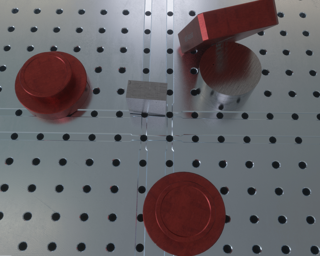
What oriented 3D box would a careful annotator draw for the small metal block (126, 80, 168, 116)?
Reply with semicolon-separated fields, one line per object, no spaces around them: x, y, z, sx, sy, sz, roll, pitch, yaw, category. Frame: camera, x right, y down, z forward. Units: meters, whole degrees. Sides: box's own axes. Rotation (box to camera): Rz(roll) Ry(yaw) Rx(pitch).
-0.016;-0.039;0.413;0.050;0.050;0.025;5;70;1;small metal block

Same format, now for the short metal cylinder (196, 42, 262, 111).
0.092;-0.070;0.425;0.081;0.050;0.080;0;70;0;short metal cylinder

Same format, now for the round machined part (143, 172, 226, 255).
0.029;0.100;0.366;0.099;0.042;0.098;0;70;0;round machined part

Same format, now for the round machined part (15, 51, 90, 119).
-0.150;-0.065;0.425;0.099;0.042;0.098;0;70;0;round machined part

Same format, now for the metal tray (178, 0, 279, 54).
0.081;-0.128;0.404;0.091;0.130;0.030;-14;99;-5;metal tray
